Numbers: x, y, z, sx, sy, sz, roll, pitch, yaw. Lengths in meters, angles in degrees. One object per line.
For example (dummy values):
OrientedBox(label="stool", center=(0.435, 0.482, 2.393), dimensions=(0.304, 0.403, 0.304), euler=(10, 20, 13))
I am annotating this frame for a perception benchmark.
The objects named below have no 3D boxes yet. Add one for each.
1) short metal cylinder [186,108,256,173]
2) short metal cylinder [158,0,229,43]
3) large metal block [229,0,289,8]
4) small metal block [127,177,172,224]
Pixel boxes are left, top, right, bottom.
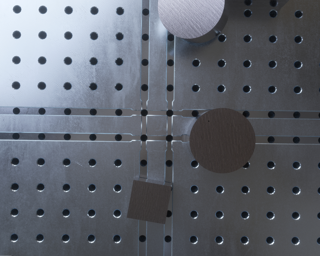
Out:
OrientedBox(label="short metal cylinder", center=(0.076, 0.015, 0.401), dimensions=(0.081, 0.050, 0.080), euler=(0, 90, 0))
OrientedBox(label="short metal cylinder", center=(0.044, -0.150, 0.389), dimensions=(0.080, 0.050, 0.079), euler=(3, 99, 18))
OrientedBox(label="large metal block", center=(0.128, -0.206, 0.401), dimensions=(0.081, 0.050, 0.080), euler=(2, 90, 0))
OrientedBox(label="small metal block", center=(-0.014, 0.096, 0.413), dimensions=(0.050, 0.025, 0.050), euler=(10, 90, 0))
